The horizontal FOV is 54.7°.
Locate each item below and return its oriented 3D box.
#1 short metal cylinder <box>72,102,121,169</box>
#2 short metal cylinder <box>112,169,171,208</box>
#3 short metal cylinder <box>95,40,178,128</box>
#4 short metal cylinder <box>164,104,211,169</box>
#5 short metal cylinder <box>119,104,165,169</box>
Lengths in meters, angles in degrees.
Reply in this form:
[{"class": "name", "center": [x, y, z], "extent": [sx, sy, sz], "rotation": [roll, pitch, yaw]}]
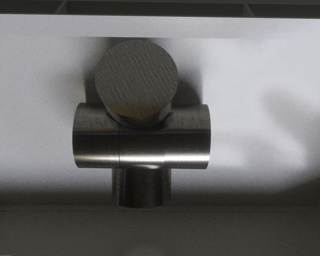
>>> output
[{"class": "short metal cylinder", "center": [-0.071, 0.009, 0.378], "extent": [0.050, 0.080, 0.079], "rotation": [1, 130, -1]}, {"class": "short metal cylinder", "center": [-0.025, 0.071, 0.421], "extent": [0.081, 0.080, 0.050], "rotation": [0, 96, 0]}, {"class": "short metal cylinder", "center": [-0.023, -0.044, 0.324], "extent": [0.081, 0.080, 0.050], "rotation": [1, 168, -1]}, {"class": "short metal cylinder", "center": [0.031, 0.010, 0.380], "extent": [0.050, 0.080, 0.079], "rotation": [1, 130, -1]}, {"class": "short metal cylinder", "center": [-0.020, 0.010, 0.379], "extent": [0.050, 0.080, 0.079], "rotation": [1, 130, -1]}]
